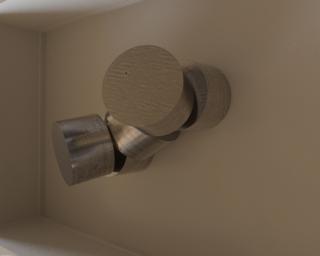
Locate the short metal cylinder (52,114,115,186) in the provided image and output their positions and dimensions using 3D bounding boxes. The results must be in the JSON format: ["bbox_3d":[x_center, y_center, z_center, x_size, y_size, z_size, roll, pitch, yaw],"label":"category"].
[{"bbox_3d":[-0.096,0.026,0.381,0.080,0.050,0.079,31,128,51],"label":"short metal cylinder"}]

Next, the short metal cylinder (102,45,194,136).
[{"bbox_3d":[-0.010,-0.035,0.310,0.080,0.050,0.080,-4,77,17],"label":"short metal cylinder"}]

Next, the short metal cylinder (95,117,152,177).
[{"bbox_3d":[-0.055,0.025,0.432,0.080,0.050,0.079,0,90,39],"label":"short metal cylinder"}]

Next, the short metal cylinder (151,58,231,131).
[{"bbox_3d":[0.034,-0.037,0.359,0.080,0.050,0.079,0,90,39],"label":"short metal cylinder"}]

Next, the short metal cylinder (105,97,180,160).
[{"bbox_3d":[-0.021,-0.007,0.384,0.050,0.081,0.080,-36,68,34],"label":"short metal cylinder"}]
